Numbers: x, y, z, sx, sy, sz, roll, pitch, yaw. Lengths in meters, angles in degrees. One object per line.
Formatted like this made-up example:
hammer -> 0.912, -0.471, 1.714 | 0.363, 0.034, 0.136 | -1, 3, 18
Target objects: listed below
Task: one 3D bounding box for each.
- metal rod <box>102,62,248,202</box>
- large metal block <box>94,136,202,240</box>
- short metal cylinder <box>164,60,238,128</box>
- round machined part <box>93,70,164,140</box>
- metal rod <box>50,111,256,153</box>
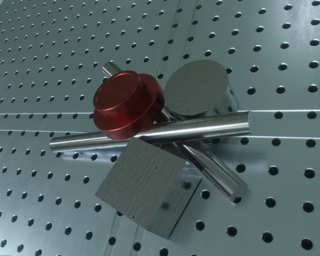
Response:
metal rod -> 0.000, -0.015, 0.417 | 0.025, 0.025, 0.300 | -43, 51, -2
large metal block -> -0.013, 0.066, 0.354 | 0.080, 0.050, 0.080 | 22, 73, 35
short metal cylinder -> 0.052, -0.038, 0.386 | 0.080, 0.050, 0.080 | -13, 56, 20
round machined part -> -0.046, -0.036, 0.399 | 0.098, 0.042, 0.098 | -19, 44, 20
metal rod -> -0.033, 0.010, 0.394 | 0.300, 0.025, 0.025 | -7, 58, 32
